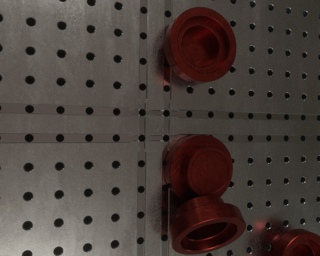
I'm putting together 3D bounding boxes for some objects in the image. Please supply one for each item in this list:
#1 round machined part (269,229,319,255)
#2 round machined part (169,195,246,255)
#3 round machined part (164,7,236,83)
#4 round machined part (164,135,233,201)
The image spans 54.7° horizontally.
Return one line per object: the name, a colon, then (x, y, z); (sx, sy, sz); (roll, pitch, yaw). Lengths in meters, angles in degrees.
round machined part: (0.212, 0.206, 0.485); (0.099, 0.042, 0.097); (0, 90, -21)
round machined part: (0.058, 0.125, 0.409); (0.099, 0.042, 0.097); (-9, 137, -8)
round machined part: (0.051, -0.109, 0.423); (0.099, 0.042, 0.097); (0, 90, -21)
round machined part: (0.059, 0.058, 0.427); (0.099, 0.042, 0.097); (0, 90, -21)
